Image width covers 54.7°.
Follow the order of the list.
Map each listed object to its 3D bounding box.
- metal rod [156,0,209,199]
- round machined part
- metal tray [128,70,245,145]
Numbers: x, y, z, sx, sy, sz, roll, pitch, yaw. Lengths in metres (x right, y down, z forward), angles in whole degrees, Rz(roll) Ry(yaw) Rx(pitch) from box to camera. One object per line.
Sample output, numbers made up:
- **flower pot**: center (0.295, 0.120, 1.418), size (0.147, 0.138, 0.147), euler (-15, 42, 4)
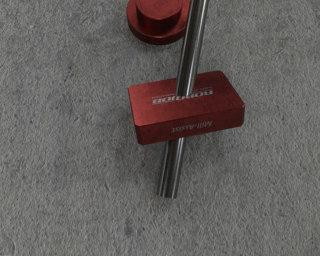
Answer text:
- **metal rod**: center (0.034, -0.062, 0.399), size (0.025, 0.025, 0.299), euler (10, 82, 3)
- **round machined part**: center (-0.001, -0.177, 0.464), size (0.099, 0.042, 0.098), euler (0, 70, -1)
- **metal tray**: center (0.030, -0.029, 0.394), size (0.131, 0.030, 0.090), euler (-11, 40, -5)
